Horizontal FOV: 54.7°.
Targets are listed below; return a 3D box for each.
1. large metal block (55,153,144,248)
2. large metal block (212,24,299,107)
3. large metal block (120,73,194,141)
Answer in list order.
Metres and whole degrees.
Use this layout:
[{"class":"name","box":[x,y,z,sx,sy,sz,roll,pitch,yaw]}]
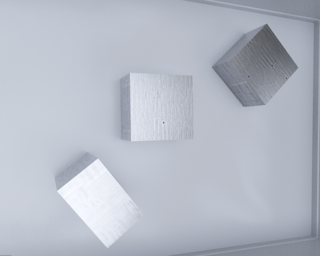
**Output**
[{"class":"large metal block","box":[-0.073,0.077,0.355,0.050,0.080,0.080,-40,103,-16]},{"class":"large metal block","box":[0.138,-0.088,0.450,0.080,0.050,0.080,-46,105,-14]},{"class":"large metal block","box":[-0.005,-0.025,0.396,0.081,0.050,0.079,-1,91,-20]}]
